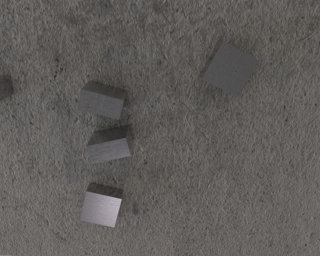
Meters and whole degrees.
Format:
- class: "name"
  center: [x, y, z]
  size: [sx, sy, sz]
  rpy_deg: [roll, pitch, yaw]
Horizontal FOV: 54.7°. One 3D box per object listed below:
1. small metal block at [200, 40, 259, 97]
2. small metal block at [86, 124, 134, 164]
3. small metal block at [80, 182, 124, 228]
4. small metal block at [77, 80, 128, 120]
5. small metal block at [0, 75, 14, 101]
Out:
- class: "small metal block"
  center: [0.084, -0.074, 0.383]
  size: [0.050, 0.025, 0.050]
  rpy_deg: [25, 108, -9]
- class: "small metal block"
  center: [-0.063, 0.020, 0.403]
  size: [0.050, 0.050, 0.025]
  rpy_deg: [-12, 110, 4]
- class: "small metal block"
  center: [-0.084, 0.112, 0.450]
  size: [0.050, 0.025, 0.050]
  rpy_deg: [14, 110, -6]
- class: "small metal block"
  center: [-0.069, -0.036, 0.383]
  size: [0.050, 0.050, 0.025]
  rpy_deg: [15, 110, -6]
- class: "small metal block"
  center: [-0.216, -0.048, 0.377]
  size: [0.050, 0.050, 0.025]
  rpy_deg: [1, 110, -1]
